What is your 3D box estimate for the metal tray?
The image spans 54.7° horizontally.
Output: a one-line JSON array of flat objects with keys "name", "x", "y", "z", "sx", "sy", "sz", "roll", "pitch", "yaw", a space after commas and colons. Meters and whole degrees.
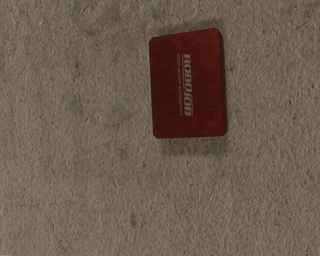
[{"name": "metal tray", "x": 0.036, "y": -0.053, "z": 0.393, "sx": 0.090, "sy": 0.030, "sz": 0.129, "roll": -3, "pitch": 89, "yaw": 19}]
